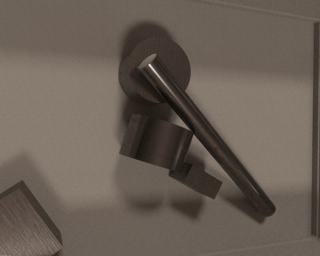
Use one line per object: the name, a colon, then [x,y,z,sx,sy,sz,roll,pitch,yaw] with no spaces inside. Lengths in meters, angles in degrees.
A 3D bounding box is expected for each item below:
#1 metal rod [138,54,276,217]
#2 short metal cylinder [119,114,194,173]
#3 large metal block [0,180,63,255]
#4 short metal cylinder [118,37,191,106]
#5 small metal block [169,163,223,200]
metal rod: [0.076,0.026,0.407,0.025,0.025,0.300,-49,118,-13]
short metal cylinder: [-0.004,0.019,0.381,0.081,0.080,0.050,19,84,-20]
large metal block: [-0.165,0.116,0.337,0.080,0.050,0.080,-34,101,-17]
short metal cylinder: [-0.008,-0.070,0.395,0.081,0.050,0.079,0,90,-20]
small metal block: [0.047,0.069,0.416,0.050,0.050,0.025,32,80,-18]
